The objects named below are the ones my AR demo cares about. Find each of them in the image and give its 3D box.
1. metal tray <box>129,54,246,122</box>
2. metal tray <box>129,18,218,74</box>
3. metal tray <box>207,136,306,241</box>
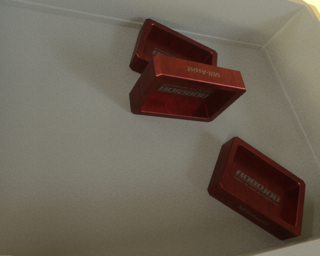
[{"bbox_3d":[0.035,-0.047,0.413,0.131,0.090,0.030,5,60,-26],"label":"metal tray"},{"bbox_3d":[0.025,-0.106,0.482,0.131,0.030,0.090,21,54,-16],"label":"metal tray"},{"bbox_3d":[0.137,0.082,0.428,0.130,0.030,0.090,33,51,-7],"label":"metal tray"}]
